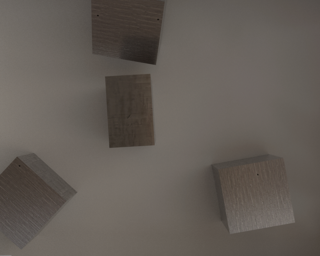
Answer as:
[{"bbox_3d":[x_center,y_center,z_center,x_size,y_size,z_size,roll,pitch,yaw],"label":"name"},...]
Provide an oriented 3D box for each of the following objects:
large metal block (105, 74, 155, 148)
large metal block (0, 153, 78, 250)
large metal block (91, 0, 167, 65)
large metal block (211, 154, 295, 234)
[{"bbox_3d":[-0.033,-0.019,0.383,0.050,0.080,0.080,-3,90,0],"label":"large metal block"},{"bbox_3d":[-0.170,0.090,0.398,0.080,0.050,0.080,43,90,0],"label":"large metal block"},{"bbox_3d":[-0.037,-0.131,0.378,0.080,0.050,0.079,10,133,0],"label":"large metal block"},{"bbox_3d":[0.117,0.082,0.400,0.080,0.050,0.080,-10,90,0],"label":"large metal block"}]
